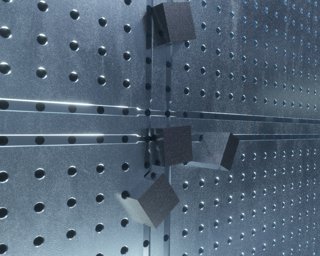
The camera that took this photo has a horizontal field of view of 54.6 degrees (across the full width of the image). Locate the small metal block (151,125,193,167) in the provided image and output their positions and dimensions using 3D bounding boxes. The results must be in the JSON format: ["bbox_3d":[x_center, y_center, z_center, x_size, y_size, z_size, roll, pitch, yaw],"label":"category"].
[{"bbox_3d":[0.017,0.023,0.422,0.050,0.025,0.050,-6,94,-40],"label":"small metal block"}]

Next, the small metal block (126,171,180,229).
[{"bbox_3d":[-0.008,0.092,0.401,0.050,0.025,0.050,-43,116,-31],"label":"small metal block"}]

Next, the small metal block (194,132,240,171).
[{"bbox_3d":[0.084,0.034,0.462,0.025,0.050,0.050,33,69,-35],"label":"small metal block"}]

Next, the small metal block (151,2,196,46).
[{"bbox_3d":[0.019,-0.143,0.424,0.050,0.025,0.050,-20,103,-38],"label":"small metal block"}]
